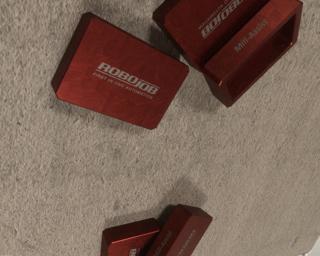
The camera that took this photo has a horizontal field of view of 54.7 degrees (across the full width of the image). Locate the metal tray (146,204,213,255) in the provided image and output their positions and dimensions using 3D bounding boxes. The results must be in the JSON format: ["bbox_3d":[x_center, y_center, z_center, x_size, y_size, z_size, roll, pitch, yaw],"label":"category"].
[{"bbox_3d":[0.027,0.192,0.509,0.130,0.030,0.090,-59,144,1],"label":"metal tray"}]

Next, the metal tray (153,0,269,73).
[{"bbox_3d":[0.067,-0.140,0.355,0.130,0.030,0.090,-45,130,3],"label":"metal tray"}]

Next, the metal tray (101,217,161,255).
[{"bbox_3d":[-0.050,0.214,0.510,0.091,0.030,0.129,-5,121,-26],"label":"metal tray"}]

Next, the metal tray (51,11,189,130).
[{"bbox_3d":[-0.041,-0.057,0.347,0.131,0.030,0.090,19,108,-36],"label":"metal tray"}]

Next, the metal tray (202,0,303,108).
[{"bbox_3d":[0.116,-0.092,0.387,0.130,0.030,0.090,-45,156,3],"label":"metal tray"}]
